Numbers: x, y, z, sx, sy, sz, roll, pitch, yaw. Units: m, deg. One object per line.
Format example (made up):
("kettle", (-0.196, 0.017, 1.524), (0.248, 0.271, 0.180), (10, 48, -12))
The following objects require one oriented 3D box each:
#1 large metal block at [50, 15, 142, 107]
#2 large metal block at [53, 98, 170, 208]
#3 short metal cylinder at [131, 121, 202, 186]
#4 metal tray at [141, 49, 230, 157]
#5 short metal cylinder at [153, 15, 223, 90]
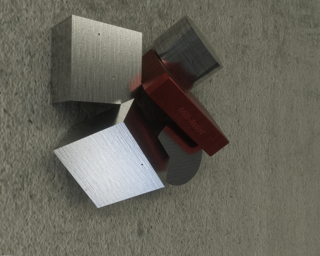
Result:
("large metal block", (-0.067, -0.065, 0.331), (0.081, 0.050, 0.080), (1, 90, -40))
("large metal block", (-0.046, 0.027, 0.323), (0.080, 0.080, 0.050), (60, 21, -23))
("short metal cylinder", (0.008, 0.030, 0.398), (0.081, 0.050, 0.080), (0, 90, -40))
("metal tray", (0.027, -0.031, 0.388), (0.030, 0.090, 0.130), (-40, 122, 12))
("short metal cylinder", (0.037, -0.095, 0.394), (0.080, 0.050, 0.080), (46, 22, -24))
